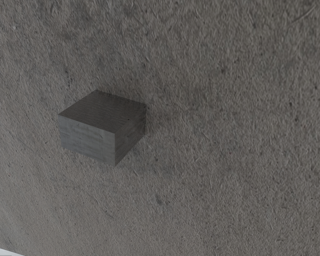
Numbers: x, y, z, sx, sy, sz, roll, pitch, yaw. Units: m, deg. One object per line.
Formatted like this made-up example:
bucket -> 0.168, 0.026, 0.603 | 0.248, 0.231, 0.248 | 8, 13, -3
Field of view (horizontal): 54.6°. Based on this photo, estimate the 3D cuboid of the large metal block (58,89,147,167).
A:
large metal block -> -0.073, -0.003, 0.408 | 0.080, 0.080, 0.050 | 18, 125, 18
